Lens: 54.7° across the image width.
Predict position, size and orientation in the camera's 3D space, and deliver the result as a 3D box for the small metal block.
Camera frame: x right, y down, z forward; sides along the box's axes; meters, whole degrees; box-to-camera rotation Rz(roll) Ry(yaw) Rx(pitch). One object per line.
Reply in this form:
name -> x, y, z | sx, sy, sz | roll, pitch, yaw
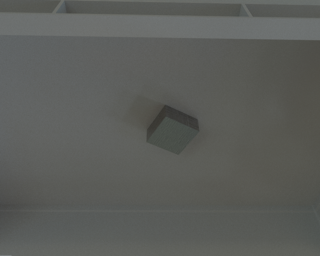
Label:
small metal block -> 0.016, 0.003, 0.412 | 0.050, 0.025, 0.050 | 23, 126, -19
